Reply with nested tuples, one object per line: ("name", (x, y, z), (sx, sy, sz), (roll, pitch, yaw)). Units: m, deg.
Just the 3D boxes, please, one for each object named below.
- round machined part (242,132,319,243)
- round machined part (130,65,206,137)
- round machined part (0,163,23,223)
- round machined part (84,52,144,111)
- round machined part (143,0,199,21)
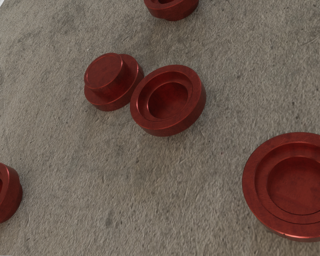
("round machined part", (0.131, 0.056, 0.290), (0.098, 0.042, 0.098), (-13, 56, 21))
("round machined part", (0.014, -0.032, 0.405), (0.098, 0.042, 0.098), (-13, 56, 21))
("round machined part", (-0.246, 0.103, 0.459), (0.098, 0.042, 0.098), (-13, 56, 21))
("round machined part", (-0.078, -0.078, 0.482), (0.098, 0.042, 0.098), (-13, 56, 21))
("round machined part", (0.026, -0.217, 0.513), (0.098, 0.042, 0.098), (-13, 56, 21))
